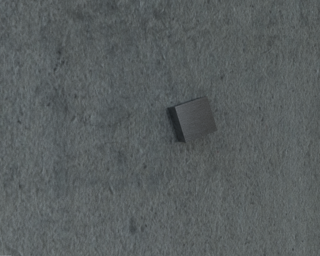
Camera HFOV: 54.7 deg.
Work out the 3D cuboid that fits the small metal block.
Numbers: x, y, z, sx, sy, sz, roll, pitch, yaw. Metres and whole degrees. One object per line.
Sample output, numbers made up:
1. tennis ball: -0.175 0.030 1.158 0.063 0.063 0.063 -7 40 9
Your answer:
1. small metal block: 0.045 -0.012 0.427 0.050 0.025 0.050 -20 97 -19
